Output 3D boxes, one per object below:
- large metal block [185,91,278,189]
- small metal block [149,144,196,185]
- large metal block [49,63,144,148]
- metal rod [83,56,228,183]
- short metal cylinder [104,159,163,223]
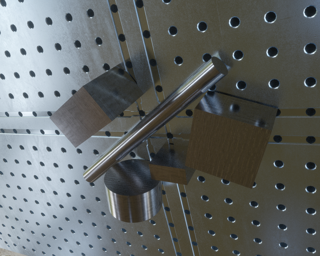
[{"bbox_3d":[0.080,0.012,0.356,0.080,0.050,0.079,18,125,17],"label":"large metal block"},{"bbox_3d":[0.020,0.047,0.413,0.050,0.050,0.025,5,121,25],"label":"small metal block"},{"bbox_3d":[-0.080,-0.029,0.399,0.080,0.080,0.050,-32,101,38],"label":"large metal block"},{"bbox_3d":[-0.026,0.006,0.427,0.025,0.025,0.299,47,129,-5],"label":"metal rod"},{"bbox_3d":[-0.037,0.089,0.448,0.080,0.080,0.050,11,123,22],"label":"short metal cylinder"}]
